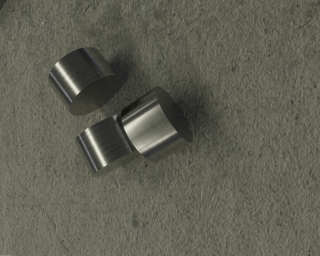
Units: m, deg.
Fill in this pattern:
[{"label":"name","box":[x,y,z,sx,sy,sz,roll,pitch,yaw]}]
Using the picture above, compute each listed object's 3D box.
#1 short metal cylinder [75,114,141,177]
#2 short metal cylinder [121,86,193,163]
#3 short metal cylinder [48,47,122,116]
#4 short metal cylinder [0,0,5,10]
[{"label":"short metal cylinder","box":[-0.062,0.022,0.401,0.080,0.080,0.050,-32,80,17]},{"label":"short metal cylinder","box":[-0.002,-0.004,0.381,0.050,0.080,0.080,-32,80,17]},{"label":"short metal cylinder","box":[-0.099,-0.061,0.415,0.080,0.080,0.050,-42,77,15]},{"label":"short metal cylinder","box":[-0.293,-0.218,0.483,0.050,0.080,0.080,42,103,15]}]
